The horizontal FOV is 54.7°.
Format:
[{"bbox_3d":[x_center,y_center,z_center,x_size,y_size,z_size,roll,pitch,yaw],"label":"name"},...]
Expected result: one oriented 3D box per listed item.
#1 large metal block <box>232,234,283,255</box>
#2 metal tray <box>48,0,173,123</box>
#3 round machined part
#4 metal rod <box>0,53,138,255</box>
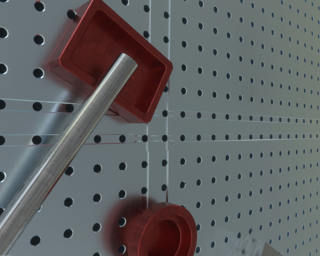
[{"bbox_3d":[0.166,0.243,0.536,0.080,0.050,0.080,42,65,-32],"label":"large metal block"},{"bbox_3d":[-0.050,-0.073,0.364,0.130,0.030,0.090,35,69,-35],"label":"metal tray"},{"bbox_3d":[-0.001,0.145,0.400,0.099,0.042,0.097,0,90,-40],"label":"round machined part"},{"bbox_3d":[-0.111,0.050,0.294,0.025,0.025,0.300,42,71,-32],"label":"metal rod"}]
